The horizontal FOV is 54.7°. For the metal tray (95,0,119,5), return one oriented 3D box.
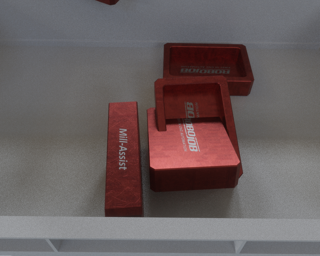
[{"bbox_3d":[-0.099,-0.228,0.438,0.130,0.030,0.090,24,60,14],"label":"metal tray"}]

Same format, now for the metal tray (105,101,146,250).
[{"bbox_3d":[-0.034,0.047,0.322,0.030,0.089,0.130,-3,50,-3],"label":"metal tray"}]

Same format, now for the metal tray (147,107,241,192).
[{"bbox_3d":[0.031,0.017,0.361,0.091,0.030,0.130,-2,31,-3],"label":"metal tray"}]

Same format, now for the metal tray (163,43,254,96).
[{"bbox_3d":[0.071,-0.092,0.480,0.131,0.030,0.090,1,50,0],"label":"metal tray"}]

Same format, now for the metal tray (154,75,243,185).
[{"bbox_3d":[0.042,0.002,0.374,0.091,0.030,0.130,-3,69,-3],"label":"metal tray"}]
